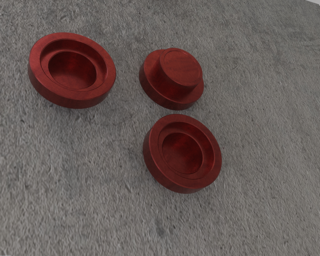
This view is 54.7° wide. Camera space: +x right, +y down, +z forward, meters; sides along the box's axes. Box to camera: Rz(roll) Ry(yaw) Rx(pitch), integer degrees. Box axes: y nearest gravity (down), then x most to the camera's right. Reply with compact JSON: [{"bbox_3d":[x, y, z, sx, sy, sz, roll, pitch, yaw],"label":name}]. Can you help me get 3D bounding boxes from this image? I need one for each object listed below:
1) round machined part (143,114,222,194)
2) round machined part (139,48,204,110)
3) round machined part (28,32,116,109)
[{"bbox_3d":[0.024,0.035,0.384,0.099,0.042,0.098,14,56,-21],"label":"round machined part"},{"bbox_3d":[0.023,-0.078,0.452,0.099,0.042,0.098,14,56,-21],"label":"round machined part"},{"bbox_3d":[-0.107,-0.064,0.375,0.099,0.042,0.098,14,56,-21],"label":"round machined part"}]
